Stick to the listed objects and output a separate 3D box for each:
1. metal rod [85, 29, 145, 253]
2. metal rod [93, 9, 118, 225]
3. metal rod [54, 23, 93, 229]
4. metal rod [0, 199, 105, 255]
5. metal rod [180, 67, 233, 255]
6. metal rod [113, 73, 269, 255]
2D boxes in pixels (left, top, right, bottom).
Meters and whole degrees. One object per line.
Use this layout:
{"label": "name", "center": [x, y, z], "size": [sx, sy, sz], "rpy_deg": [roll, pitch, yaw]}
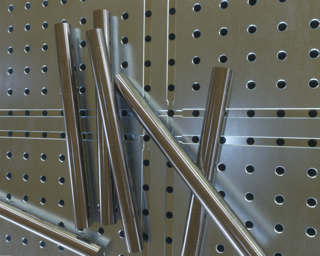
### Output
{"label": "metal rod", "center": [-0.060, 0.019, 0.418], "size": [0.025, 0.025, 0.298], "rpy_deg": [-10, 93, 20]}
{"label": "metal rod", "center": [-0.078, -0.015, 0.440], "size": [0.025, 0.025, 0.298], "rpy_deg": [-2, 89, 20]}
{"label": "metal rod", "center": [-0.128, -0.005, 0.458], "size": [0.025, 0.025, 0.299], "rpy_deg": [-8, 87, 20]}
{"label": "metal rod", "center": [-0.222, 0.141, 0.492], "size": [0.301, 0.025, 0.025], "rpy_deg": [16, 96, 19]}
{"label": "metal rod", "center": [0.053, 0.074, 0.393], "size": [0.025, 0.025, 0.298], "rpy_deg": [11, 94, 20]}
{"label": "metal rod", "center": [0.027, 0.043, 0.379], "size": [0.025, 0.025, 0.300], "rpy_deg": [-44, 68, 15]}
